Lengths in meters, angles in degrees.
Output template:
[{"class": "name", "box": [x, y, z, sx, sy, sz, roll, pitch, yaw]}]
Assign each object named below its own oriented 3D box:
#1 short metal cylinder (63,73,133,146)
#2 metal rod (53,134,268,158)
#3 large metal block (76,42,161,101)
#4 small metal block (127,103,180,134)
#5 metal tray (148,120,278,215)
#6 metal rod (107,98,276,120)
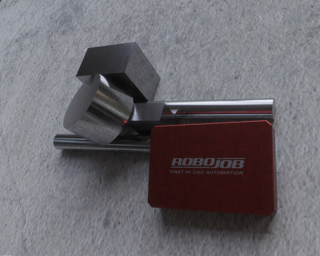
[{"class": "short metal cylinder", "box": [-0.080, -0.023, 0.398, 0.080, 0.050, 0.080, -35, 37, 33]}, {"class": "metal rod", "box": [-0.019, 0.021, 0.402, 0.300, 0.025, 0.025, 0, 62, 27]}, {"class": "large metal block", "box": [-0.057, -0.073, 0.443, 0.080, 0.080, 0.050, 1, 62, 28]}, {"class": "small metal block", "box": [-0.009, -0.008, 0.397, 0.050, 0.050, 0.025, 1, 62, 28]}, {"class": "metal tray", "box": [0.053, 0.042, 0.330, 0.130, 0.030, 0.090, -3, 78, 25]}, {"class": "metal rod", "box": [-0.003, -0.024, 0.421, 0.300, 0.025, 0.025, 1, 62, 28]}]
